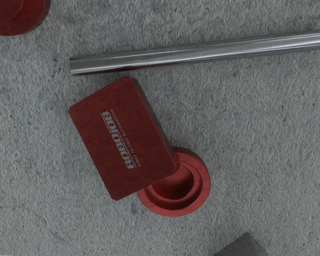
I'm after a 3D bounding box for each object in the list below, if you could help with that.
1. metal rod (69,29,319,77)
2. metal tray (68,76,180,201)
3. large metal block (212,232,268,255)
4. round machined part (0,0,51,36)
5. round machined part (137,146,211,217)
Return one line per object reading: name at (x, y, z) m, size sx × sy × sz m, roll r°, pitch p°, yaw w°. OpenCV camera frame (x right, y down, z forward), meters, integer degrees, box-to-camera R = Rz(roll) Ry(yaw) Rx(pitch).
metal rod at (0.043, -0.091, 0.376) m, size 0.302 × 0.025 × 0.025 m, roll -6°, pitch 110°, yaw 1°
metal tray at (-0.044, 0.013, 0.385) m, size 0.090 × 0.030 × 0.130 m, roll -28°, pitch 87°, yaw 12°
large metal block at (0.125, 0.219, 0.463) m, size 0.080 × 0.080 × 0.050 m, roll -40°, pitch 106°, yaw 13°
round machined part at (-0.177, -0.152, 0.342) m, size 0.099 × 0.042 × 0.097 m, roll 0°, pitch 110°, yaw -1°
round machined part at (0.018, 0.069, 0.427) m, size 0.099 × 0.042 × 0.097 m, roll 0°, pitch 110°, yaw -1°
